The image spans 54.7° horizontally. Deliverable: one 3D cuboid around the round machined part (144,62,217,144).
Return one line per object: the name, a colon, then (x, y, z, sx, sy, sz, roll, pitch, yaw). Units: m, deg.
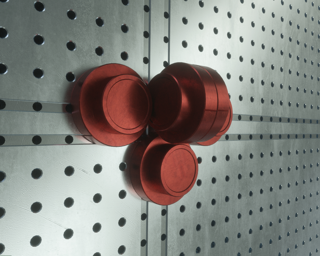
round machined part: (0.017, -0.030, 0.369, 0.042, 0.098, 0.097, 2, 89, -40)

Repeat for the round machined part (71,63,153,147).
round machined part: (-0.048, -0.026, 0.359, 0.099, 0.042, 0.097, 0, 90, -40)

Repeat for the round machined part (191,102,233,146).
round machined part: (0.070, -0.022, 0.459, 0.099, 0.042, 0.097, 0, 90, -40)

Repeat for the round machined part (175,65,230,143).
round machined part: (0.050, -0.030, 0.398, 0.042, 0.098, 0.097, -1, 91, -40)

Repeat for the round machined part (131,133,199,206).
round machined part: (0.013, 0.054, 0.411, 0.099, 0.042, 0.097, 0, 90, -40)
